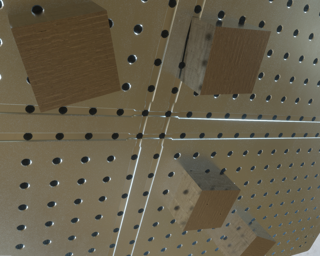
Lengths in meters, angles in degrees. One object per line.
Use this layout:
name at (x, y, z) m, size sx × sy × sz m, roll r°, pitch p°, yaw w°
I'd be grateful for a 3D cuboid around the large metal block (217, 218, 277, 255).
large metal block at (0.182, 0.243, 0.649) m, size 0.080 × 0.050 × 0.080 m, roll 29°, pitch 102°, yaw -38°

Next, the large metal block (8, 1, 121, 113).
large metal block at (-0.091, -0.071, 0.302) m, size 0.081 × 0.050 × 0.079 m, roll -19°, pitch 126°, yaw -18°

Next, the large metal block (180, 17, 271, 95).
large metal block at (0.079, -0.089, 0.385) m, size 0.081 × 0.050 × 0.079 m, roll -5°, pitch 121°, yaw -27°

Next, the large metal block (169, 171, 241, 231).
large metal block at (0.072, 0.119, 0.511) m, size 0.081 × 0.050 × 0.079 m, roll 7°, pitch 115°, yaw -32°
